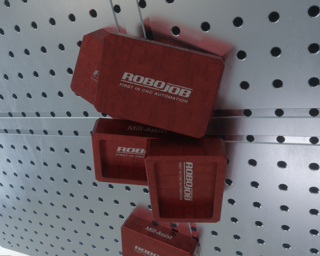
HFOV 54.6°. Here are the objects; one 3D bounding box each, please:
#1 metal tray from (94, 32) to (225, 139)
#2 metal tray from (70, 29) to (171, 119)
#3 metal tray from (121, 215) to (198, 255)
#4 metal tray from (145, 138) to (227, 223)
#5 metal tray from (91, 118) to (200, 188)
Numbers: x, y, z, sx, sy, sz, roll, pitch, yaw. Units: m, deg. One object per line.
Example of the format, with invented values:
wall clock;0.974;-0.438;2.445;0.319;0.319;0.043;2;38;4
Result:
metal tray;-0.002;-0.049;0.349;0.131;0.030;0.089;15;111;5
metal tray;-0.047;-0.054;0.400;0.130;0.030;0.089;34;129;6
metal tray;-0.003;0.213;0.542;0.130;0.030;0.089;15;125;20
metal tray;0.032;0.070;0.389;0.090;0.030;0.129;-1;131;4
metal tray;-0.018;0.035;0.402;0.131;0.030;0.089;5;131;-1
